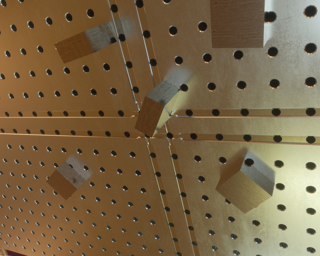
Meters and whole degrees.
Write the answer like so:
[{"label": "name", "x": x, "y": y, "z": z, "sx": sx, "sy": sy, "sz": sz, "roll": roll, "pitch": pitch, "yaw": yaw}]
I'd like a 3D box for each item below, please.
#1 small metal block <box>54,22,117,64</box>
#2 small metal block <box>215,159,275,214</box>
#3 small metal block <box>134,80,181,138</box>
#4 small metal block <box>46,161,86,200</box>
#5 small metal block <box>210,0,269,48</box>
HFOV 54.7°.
[{"label": "small metal block", "x": -0.089, "y": -0.104, "z": 0.376, "sx": 0.050, "sy": 0.050, "sz": 0.025, "roll": -10, "pitch": 114, "yaw": 32}, {"label": "small metal block", "x": 0.109, "y": 0.076, "z": 0.400, "sx": 0.050, "sy": 0.025, "sz": 0.050, "roll": 40, "pitch": 129, "yaw": 1}, {"label": "small metal block", "x": -0.003, "y": -0.024, "z": 0.380, "sx": 0.025, "sy": 0.050, "sz": 0.050, "roll": 29, "pitch": 128, "yaw": 9}, {"label": "small metal block", "x": -0.169, "y": 0.096, "z": 0.557, "sx": 0.050, "sy": 0.025, "sz": 0.050, "roll": 44, "pitch": 129, "yaw": -3}, {"label": "small metal block", "x": 0.078, "y": -0.107, "z": 0.304, "sx": 0.050, "sy": 0.025, "sz": 0.050, "roll": 6, "pitch": 121, "yaw": 24}]
